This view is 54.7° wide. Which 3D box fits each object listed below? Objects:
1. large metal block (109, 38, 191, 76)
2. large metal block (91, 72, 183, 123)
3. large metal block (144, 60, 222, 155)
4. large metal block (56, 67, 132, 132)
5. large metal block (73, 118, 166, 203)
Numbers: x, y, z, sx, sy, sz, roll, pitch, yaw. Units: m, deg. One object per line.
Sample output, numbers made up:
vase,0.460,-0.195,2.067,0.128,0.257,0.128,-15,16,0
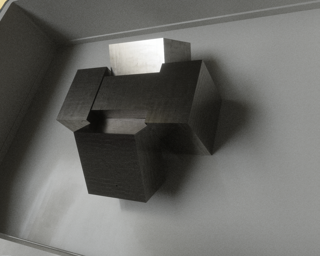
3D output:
large metal block,-0.010,-0.089,0.422,0.080,0.080,0.050,2,100,29
large metal block,-0.025,-0.025,0.397,0.080,0.080,0.050,1,62,28
large metal block,0.032,-0.022,0.366,0.050,0.080,0.080,1,62,29
large metal block,-0.084,-0.027,0.430,0.050,0.080,0.080,1,62,29
large metal block,-0.045,0.034,0.363,0.080,0.079,0.050,1,21,27
